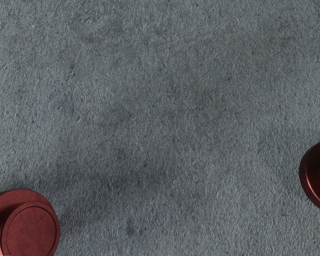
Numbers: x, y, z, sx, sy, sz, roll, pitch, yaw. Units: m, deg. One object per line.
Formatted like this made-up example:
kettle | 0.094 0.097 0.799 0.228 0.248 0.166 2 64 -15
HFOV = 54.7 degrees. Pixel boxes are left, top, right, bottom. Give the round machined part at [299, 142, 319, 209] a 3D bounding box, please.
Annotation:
round machined part | 0.229 0.057 0.379 0.099 0.042 0.098 0 70 0

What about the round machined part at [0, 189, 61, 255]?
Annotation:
round machined part | -0.145 0.113 0.324 0.042 0.098 0.098 -15 67 31
